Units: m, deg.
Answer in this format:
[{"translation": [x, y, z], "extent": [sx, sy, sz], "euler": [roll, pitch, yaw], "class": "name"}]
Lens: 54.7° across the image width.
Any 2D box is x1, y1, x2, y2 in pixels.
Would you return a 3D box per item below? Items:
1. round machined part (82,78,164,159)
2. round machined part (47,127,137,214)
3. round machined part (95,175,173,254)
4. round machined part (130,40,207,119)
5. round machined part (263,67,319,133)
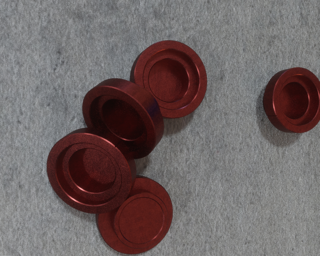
[{"translation": [-0.039, -0.015, 0.365], "extent": [0.098, 0.098, 0.042], "euler": [54, 43, -13], "class": "round machined part"}, {"translation": [-0.074, 0.045, 0.357], "extent": [0.098, 0.042, 0.097], "euler": [3, 108, 10], "class": "round machined part"}, {"translation": [-0.029, 0.111, 0.390], "extent": [0.099, 0.042, 0.097], "euler": [0, 90, -21], "class": "round machined part"}, {"translation": [0.008, -0.061, 0.404], "extent": [0.099, 0.042, 0.097], "euler": [0, 90, -21], "class": "round machined part"}, {"translation": [0.199, -0.041, 0.475], "extent": [0.099, 0.042, 0.097], "euler": [0, 90, -21], "class": "round machined part"}]
